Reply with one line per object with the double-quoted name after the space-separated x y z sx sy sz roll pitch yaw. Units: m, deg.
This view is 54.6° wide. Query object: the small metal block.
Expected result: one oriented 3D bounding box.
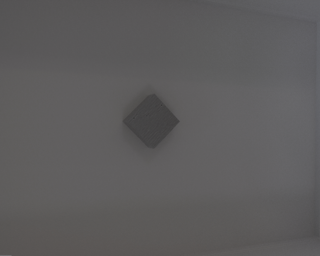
-0.011 -0.009 0.406 0.050 0.025 0.050 -47 105 -14 "small metal block"
